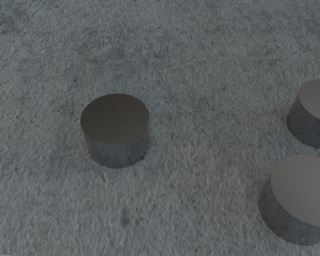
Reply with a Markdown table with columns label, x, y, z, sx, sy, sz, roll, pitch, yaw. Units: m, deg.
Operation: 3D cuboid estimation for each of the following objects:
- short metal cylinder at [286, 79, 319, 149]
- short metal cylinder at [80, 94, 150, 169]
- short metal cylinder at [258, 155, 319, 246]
| label | x | y | z | sx | sy | sz | roll | pitch | yaw |
| --- | --- | --- | --- | --- | --- | --- | --- | --- | --- |
| short metal cylinder | 0.215 | -0.018 | 0.405 | 0.081 | 0.050 | 0.080 | 0 | 50 | 0 |
| short metal cylinder | -0.053 | 0.003 | 0.384 | 0.081 | 0.050 | 0.080 | 0 | 50 | 0 |
| short metal cylinder | 0.151 | 0.075 | 0.326 | 0.081 | 0.050 | 0.080 | 0 | 50 | 0 |
